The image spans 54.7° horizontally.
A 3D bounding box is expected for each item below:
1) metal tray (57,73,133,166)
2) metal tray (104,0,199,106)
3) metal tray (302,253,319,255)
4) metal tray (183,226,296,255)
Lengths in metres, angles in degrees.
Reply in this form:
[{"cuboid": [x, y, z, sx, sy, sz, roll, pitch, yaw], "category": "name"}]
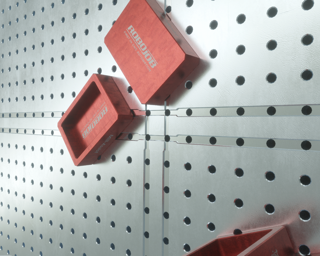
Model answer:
[{"cuboid": [-0.107, -0.011, 0.491, 0.129, 0.030, 0.090, -45, 63, 30], "category": "metal tray"}, {"cuboid": [-0.017, -0.106, 0.418, 0.090, 0.030, 0.130, -46, 63, 30], "category": "metal tray"}, {"cuboid": [0.149, 0.166, 0.282, 0.130, 0.030, 0.090, -28, 73, 36], "category": "metal tray"}, {"cuboid": [0.060, 0.130, 0.291, 0.090, 0.131, 0.030, -27, 74, 37], "category": "metal tray"}]
